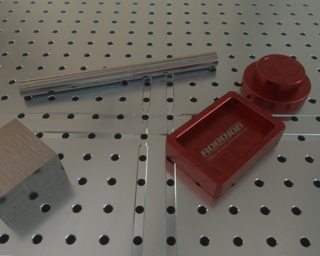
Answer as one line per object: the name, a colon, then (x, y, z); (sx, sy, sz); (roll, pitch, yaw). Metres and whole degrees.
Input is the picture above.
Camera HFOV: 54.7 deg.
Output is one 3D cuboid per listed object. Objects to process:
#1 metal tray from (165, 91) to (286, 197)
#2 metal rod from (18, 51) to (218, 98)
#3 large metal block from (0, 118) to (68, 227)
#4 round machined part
metal tray: (0.082, 0.014, 0.392); (0.131, 0.030, 0.090); (-35, 58, -26)
metal rod: (-0.057, -0.084, 0.477); (0.302, 0.025, 0.025); (-11, 51, -9)
large metal block: (-0.167, 0.047, 0.350); (0.080, 0.050, 0.080); (34, 58, 25)
round machined part: (0.173, -0.072, 0.459); (0.099, 0.042, 0.098); (0, 50, 0)
